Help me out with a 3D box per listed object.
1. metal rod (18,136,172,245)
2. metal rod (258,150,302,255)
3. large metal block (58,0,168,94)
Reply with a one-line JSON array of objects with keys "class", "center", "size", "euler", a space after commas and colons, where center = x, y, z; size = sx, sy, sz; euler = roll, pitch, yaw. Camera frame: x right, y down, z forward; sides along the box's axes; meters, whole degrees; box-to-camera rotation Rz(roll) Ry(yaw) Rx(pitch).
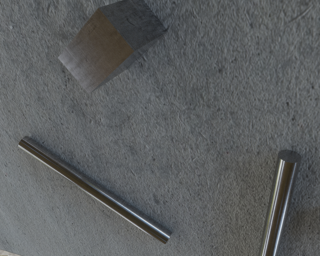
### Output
[{"class": "metal rod", "center": [-0.113, 0.103, 0.527], "size": [0.301, 0.025, 0.025], "euler": [32, 128, 6]}, {"class": "metal rod", "center": [0.151, 0.160, 0.425], "size": [0.025, 0.025, 0.298], "euler": [11, 123, 22]}, {"class": "large metal block", "center": [-0.050, -0.092, 0.339], "size": [0.080, 0.080, 0.050], "euler": [-33, 100, 38]}]
